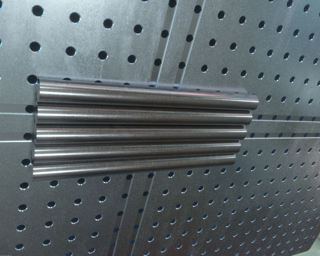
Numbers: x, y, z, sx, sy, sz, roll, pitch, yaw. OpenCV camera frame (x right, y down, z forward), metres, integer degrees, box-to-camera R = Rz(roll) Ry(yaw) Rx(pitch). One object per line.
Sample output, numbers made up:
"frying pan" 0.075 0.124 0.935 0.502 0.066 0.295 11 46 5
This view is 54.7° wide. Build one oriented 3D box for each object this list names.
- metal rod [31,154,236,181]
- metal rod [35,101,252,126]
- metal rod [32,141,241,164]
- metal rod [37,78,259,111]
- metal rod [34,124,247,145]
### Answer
"metal rod" -0.017 0.049 0.434 0.303 0.025 0.025 0 119 -29
"metal rod" 0.001 -0.017 0.403 0.303 0.025 0.025 0 118 -29
"metal rod" -0.011 0.028 0.424 0.303 0.025 0.025 0 118 -29
"metal rod" 0.007 -0.039 0.393 0.303 0.025 0.025 0 118 -29
"metal rod" -0.005 0.006 0.414 0.303 0.025 0.025 0 118 -29
